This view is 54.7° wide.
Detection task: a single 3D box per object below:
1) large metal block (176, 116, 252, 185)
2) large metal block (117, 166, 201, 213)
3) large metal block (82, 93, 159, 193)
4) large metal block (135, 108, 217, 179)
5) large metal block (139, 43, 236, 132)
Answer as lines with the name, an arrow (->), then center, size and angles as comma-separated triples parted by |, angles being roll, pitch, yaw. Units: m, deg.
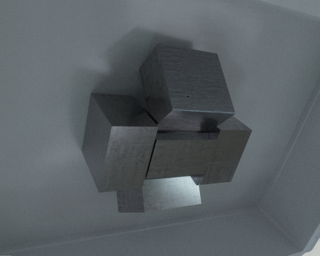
large metal block -> 0.066, 0.018, 0.419 | 0.050, 0.080, 0.079 | 1, 118, -29
large metal block -> -0.005, 0.081, 0.410 | 0.081, 0.080, 0.050 | 0, 77, -30
large metal block -> -0.050, 0.014, 0.353 | 0.050, 0.080, 0.079 | 1, 118, -29
large metal block -> 0.009, 0.016, 0.386 | 0.081, 0.080, 0.050 | 1, 118, -29
large metal block -> 0.029, -0.043, 0.353 | 0.081, 0.080, 0.050 | 1, 155, -29
